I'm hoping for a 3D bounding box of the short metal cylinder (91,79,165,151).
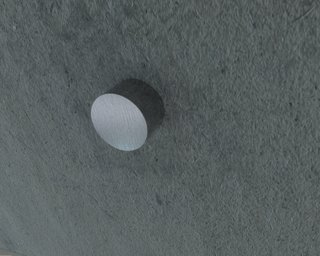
[{"bbox_3d":[-0.041,-0.018,0.402,0.080,0.050,0.080,13,124,21],"label":"short metal cylinder"}]
